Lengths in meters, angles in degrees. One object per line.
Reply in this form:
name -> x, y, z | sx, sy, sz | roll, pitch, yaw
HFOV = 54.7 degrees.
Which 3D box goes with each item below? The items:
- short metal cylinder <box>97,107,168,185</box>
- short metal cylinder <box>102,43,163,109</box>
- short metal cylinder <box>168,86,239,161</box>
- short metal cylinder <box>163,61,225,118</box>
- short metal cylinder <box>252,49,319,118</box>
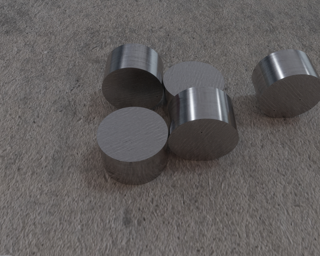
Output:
short metal cylinder -> -0.031, 0.021, 0.369 | 0.080, 0.050, 0.080 | 0, 50, 0
short metal cylinder -> -0.036, -0.067, 0.424 | 0.080, 0.080, 0.050 | 0, 50, 0
short metal cylinder -> 0.050, -0.004, 0.371 | 0.080, 0.080, 0.050 | 1, 50, 0
short metal cylinder -> 0.045, -0.047, 0.427 | 0.080, 0.050, 0.080 | 0, 50, 0
short metal cylinder -> 0.170, -0.058, 0.417 | 0.081, 0.080, 0.050 | -1, 50, -1
